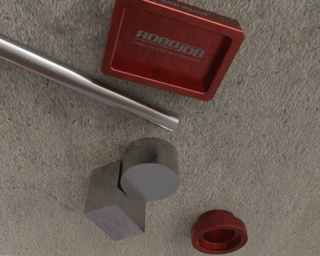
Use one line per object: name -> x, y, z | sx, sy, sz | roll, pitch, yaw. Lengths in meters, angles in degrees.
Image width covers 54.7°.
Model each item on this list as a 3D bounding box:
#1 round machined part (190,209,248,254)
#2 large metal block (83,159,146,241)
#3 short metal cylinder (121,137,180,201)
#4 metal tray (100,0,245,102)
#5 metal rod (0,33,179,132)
round machined part -> 0.104, 0.182, 0.553 | 0.099, 0.042, 0.097 | -1, 130, 0
large metal block -> -0.063, 0.108, 0.462 | 0.050, 0.080, 0.080 | -21, 127, 17
short metal cylinder -> -0.014, 0.059, 0.441 | 0.081, 0.050, 0.079 | 0, 130, 0
metal tray -> 0.010, -0.086, 0.331 | 0.131, 0.030, 0.089 | 13, 129, -12
metal rod -> -0.112, -0.063, 0.351 | 0.302, 0.025, 0.025 | 23, 126, -19
